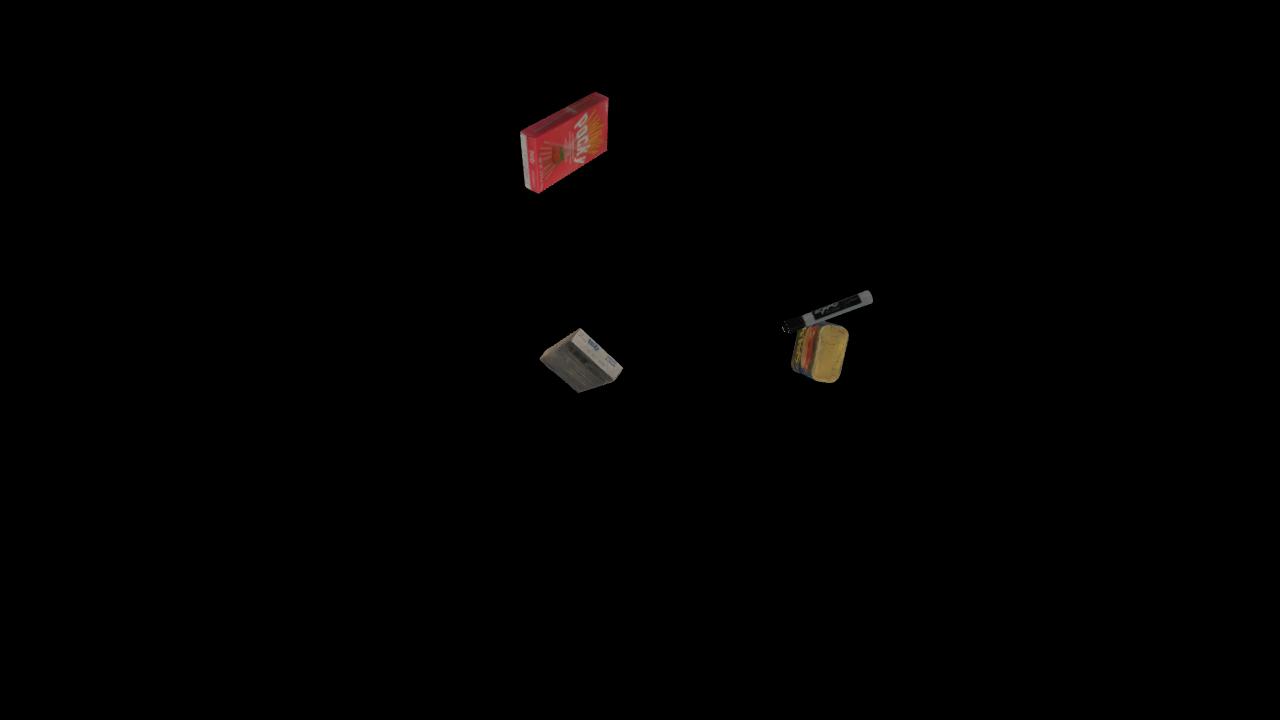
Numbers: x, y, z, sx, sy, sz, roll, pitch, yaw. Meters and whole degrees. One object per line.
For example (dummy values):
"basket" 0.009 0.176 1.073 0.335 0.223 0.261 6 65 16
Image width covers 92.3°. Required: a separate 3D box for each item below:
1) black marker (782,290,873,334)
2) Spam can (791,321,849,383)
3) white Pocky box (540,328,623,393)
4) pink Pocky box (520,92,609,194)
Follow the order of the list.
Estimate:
"black marker" 0.248 -0.062 0.817 0.121 0.020 0.020 -21 -2 4
"Spam can" 0.306 -0.016 1.047 0.058 0.101 0.085 7 10 -10
"white Pocky box" -0.088 0.005 0.887 0.084 0.028 0.154 42 -23 -12
"pink Pocky box" -0.100 -0.302 0.851 0.029 0.084 0.155 31 53 20
